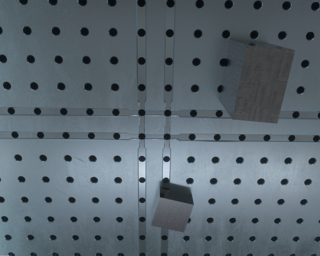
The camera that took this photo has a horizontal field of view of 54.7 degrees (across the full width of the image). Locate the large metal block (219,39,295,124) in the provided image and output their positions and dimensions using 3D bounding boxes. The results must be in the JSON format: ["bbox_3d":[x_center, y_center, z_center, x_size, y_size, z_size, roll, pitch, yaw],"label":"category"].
[{"bbox_3d":[0.108,-0.058,0.364,0.050,0.080,0.079,5,110,-2],"label":"large metal block"}]

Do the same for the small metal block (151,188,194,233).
[{"bbox_3d":[0.018,0.122,0.459,0.050,0.025,0.050,14,109,-6],"label":"small metal block"}]
